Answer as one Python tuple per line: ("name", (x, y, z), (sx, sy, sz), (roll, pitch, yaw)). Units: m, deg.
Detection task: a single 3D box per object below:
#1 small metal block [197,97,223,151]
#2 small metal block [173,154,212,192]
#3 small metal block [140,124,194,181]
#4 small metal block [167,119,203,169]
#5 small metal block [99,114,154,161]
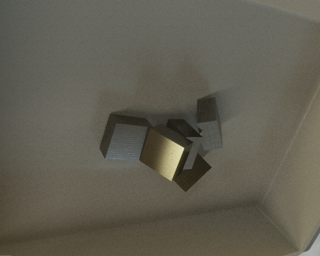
("small metal block", (0.068, -0.006, 0.423), (0.025, 0.050, 0.050), (-9, 129, 15))
("small metal block", (0.044, 0.061, 0.451), (0.050, 0.050, 0.025), (-44, 95, 1))
("small metal block", (0.008, 0.030, 0.391), (0.025, 0.050, 0.050), (-24, 139, -55))
("small metal block", (0.027, 0.022, 0.421), (0.025, 0.050, 0.050), (1, 118, -29))
("small metal block", (-0.043, 0.013, 0.391), (0.050, 0.025, 0.050), (7, 115, -32))
